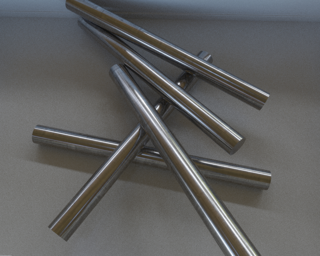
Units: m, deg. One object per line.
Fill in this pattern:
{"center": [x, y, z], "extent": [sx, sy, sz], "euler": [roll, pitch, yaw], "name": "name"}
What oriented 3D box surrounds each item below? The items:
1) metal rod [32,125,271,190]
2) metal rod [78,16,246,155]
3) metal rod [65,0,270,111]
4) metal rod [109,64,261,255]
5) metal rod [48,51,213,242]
{"center": [-0.013, 0.037, 0.396], "extent": [0.302, 0.025, 0.025], "euler": [11, 70, 3], "name": "metal rod"}
{"center": [-0.015, -0.071, 0.402], "extent": [0.025, 0.025, 0.300], "euler": [-41, 63, -14], "name": "metal rod"}
{"center": [0.003, -0.106, 0.414], "extent": [0.301, 0.025, 0.025], "euler": [30, 73, 9], "name": "metal rod"}
{"center": [0.011, 0.023, 0.331], "extent": [0.025, 0.025, 0.300], "euler": [-27, 53, -10], "name": "metal rod"}
{"center": [-0.020, 0.004, 0.384], "extent": [0.025, 0.025, 0.301], "euler": [34, 64, 11], "name": "metal rod"}
